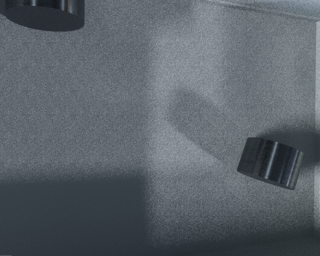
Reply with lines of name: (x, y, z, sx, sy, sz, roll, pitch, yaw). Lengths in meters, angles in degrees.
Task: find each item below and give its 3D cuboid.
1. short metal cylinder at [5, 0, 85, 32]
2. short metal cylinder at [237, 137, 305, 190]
short metal cylinder: (-0.123, -0.142, 0.336, 0.081, 0.080, 0.050, 1, 90, -20)
short metal cylinder: (0.156, 0.050, 0.439, 0.080, 0.080, 0.050, 22, 83, -19)
